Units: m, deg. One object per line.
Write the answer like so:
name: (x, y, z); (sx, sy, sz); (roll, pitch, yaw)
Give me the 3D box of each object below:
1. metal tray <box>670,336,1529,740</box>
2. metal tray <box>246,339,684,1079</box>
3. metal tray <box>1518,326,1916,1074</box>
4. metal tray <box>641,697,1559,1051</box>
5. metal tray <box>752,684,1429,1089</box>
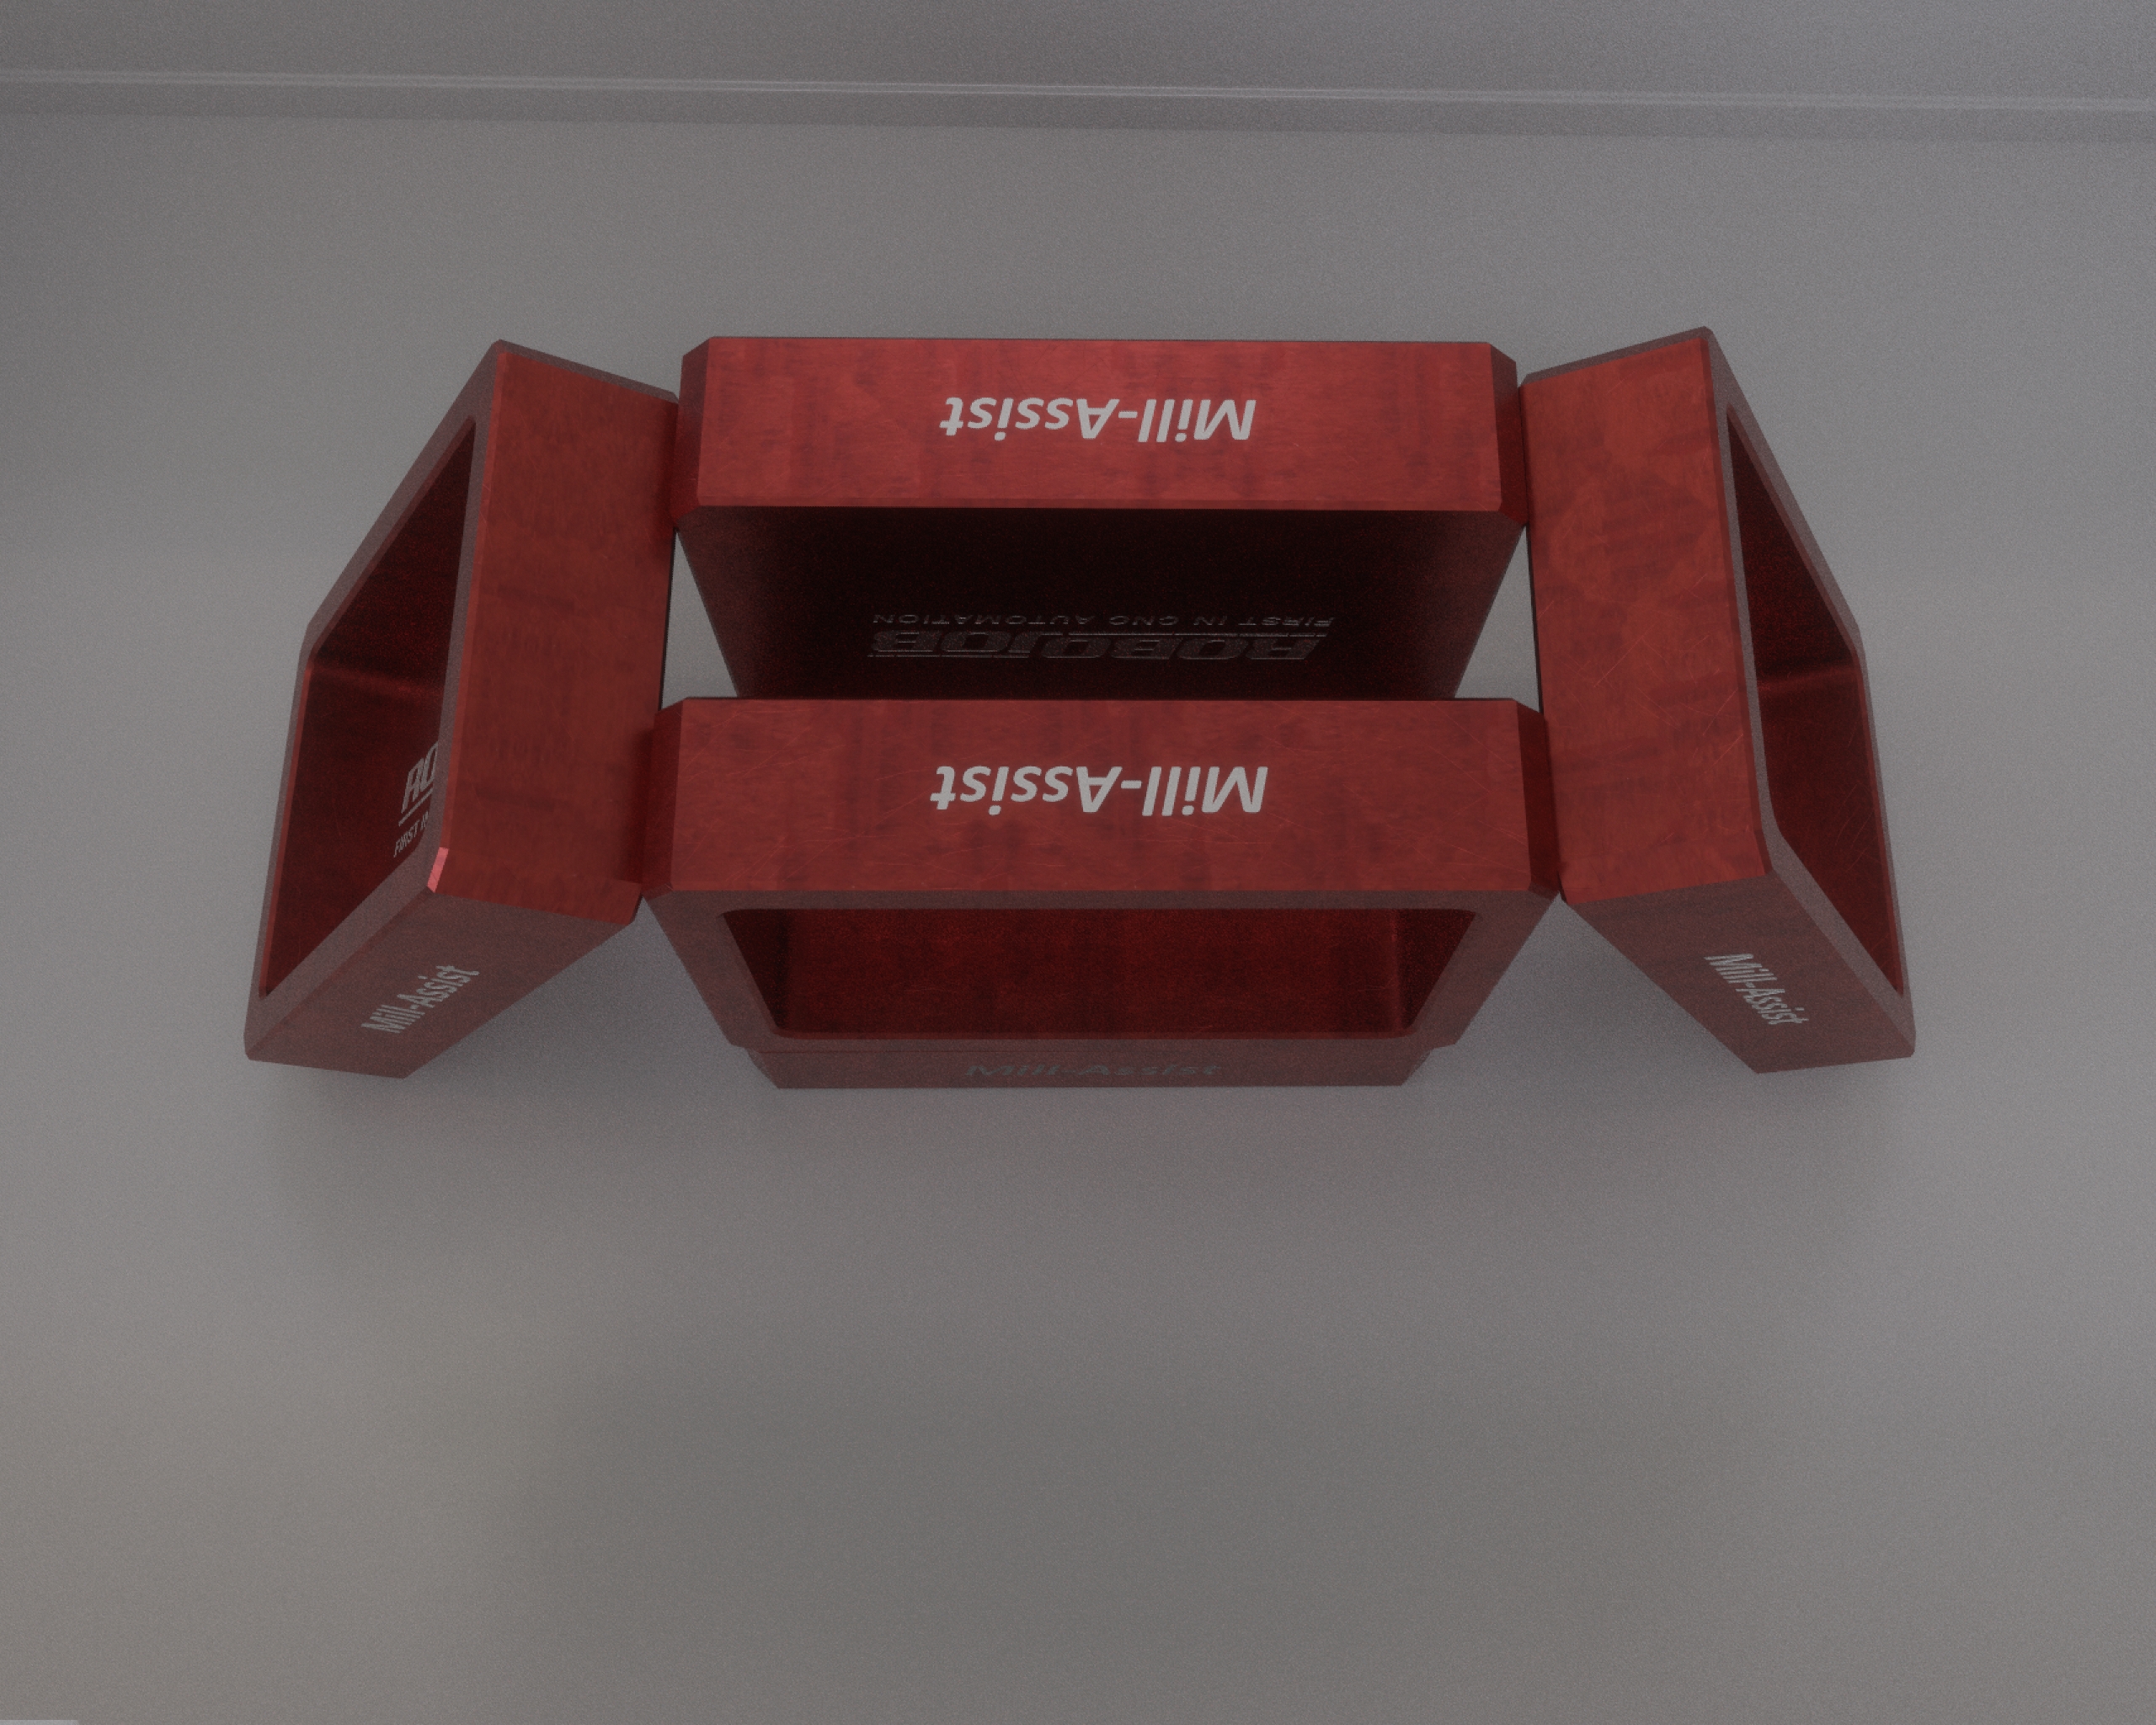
metal tray: (0.003, -0.052, 0.360); (0.131, 0.090, 0.030); (0, 70, 0)
metal tray: (-0.109, -0.019, 0.360); (0.030, 0.130, 0.090); (12, 68, -30)
metal tray: (0.114, -0.021, 0.362); (0.030, 0.130, 0.090); (-11, 68, 28)
metal tray: (0.003, 0.005, 0.340); (0.131, 0.090, 0.030); (0, 70, -1)
metal tray: (0.002, -0.003, 0.407); (0.131, 0.030, 0.090); (0, 70, -1)
